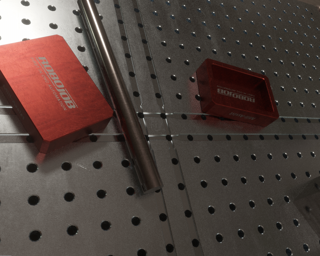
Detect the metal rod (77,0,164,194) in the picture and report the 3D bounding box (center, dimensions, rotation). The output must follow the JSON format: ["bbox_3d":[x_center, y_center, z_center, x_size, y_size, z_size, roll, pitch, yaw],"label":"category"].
[{"bbox_3d":[-0.059,-0.058,0.412,0.025,0.025,0.299,-8,66,-32],"label":"metal rod"}]

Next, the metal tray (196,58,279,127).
[{"bbox_3d":[0.128,-0.057,0.511,0.131,0.030,0.090,11,57,-23],"label":"metal tray"}]

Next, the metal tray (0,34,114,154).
[{"bbox_3d":[-0.127,-0.045,0.365,0.091,0.030,0.130,-27,77,-37],"label":"metal tray"}]

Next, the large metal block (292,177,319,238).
[{"bbox_3d":[0.261,0.118,0.464,0.081,0.050,0.080,-26,76,-37],"label":"large metal block"}]
